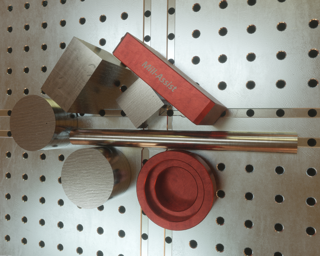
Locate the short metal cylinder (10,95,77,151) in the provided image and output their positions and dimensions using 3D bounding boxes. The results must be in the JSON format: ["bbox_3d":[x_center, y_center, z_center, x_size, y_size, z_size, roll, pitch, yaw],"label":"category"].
[{"bbox_3d":[-0.172,-0.007,0.459,0.080,0.050,0.080,0,90,20],"label":"short metal cylinder"}]

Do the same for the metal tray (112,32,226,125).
[{"bbox_3d":[0.015,-0.056,0.372,0.130,0.090,0.030,42,103,15],"label":"metal tray"}]

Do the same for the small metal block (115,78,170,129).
[{"bbox_3d":[-0.023,-0.034,0.421,0.050,0.025,0.050,-41,77,15],"label":"small metal block"}]

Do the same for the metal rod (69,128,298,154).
[{"bbox_3d":[0.016,0.015,0.407,0.301,0.025,0.025,1,90,19],"label":"metal rod"}]

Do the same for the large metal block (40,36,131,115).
[{"bbox_3d":[-0.097,-0.066,0.418,0.050,0.080,0.080,40,103,15],"label":"large metal block"}]

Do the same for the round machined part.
[{"bbox_3d":[0.023,0.076,0.395,0.098,0.042,0.097,0,90,20],"label":"round machined part"}]

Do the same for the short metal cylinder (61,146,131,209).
[{"bbox_3d":[-0.088,0.066,0.430,0.080,0.050,0.080,0,90,20],"label":"short metal cylinder"}]
